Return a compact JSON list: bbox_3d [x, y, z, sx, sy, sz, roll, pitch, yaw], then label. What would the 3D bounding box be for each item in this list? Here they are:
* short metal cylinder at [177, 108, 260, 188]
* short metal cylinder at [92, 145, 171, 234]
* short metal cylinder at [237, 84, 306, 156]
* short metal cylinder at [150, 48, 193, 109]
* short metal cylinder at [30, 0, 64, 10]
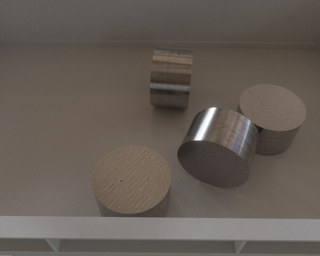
[{"bbox_3d":[0.066,0.023,0.351,0.080,0.080,0.050,19,53,14],"label":"short metal cylinder"},{"bbox_3d":[-0.029,0.065,0.334,0.081,0.050,0.080,0,50,0],"label":"short metal cylinder"},{"bbox_3d":[0.138,-0.011,0.400,0.081,0.050,0.080,0,50,0],"label":"short metal cylinder"},{"bbox_3d":[0.017,-0.068,0.427,0.050,0.080,0.080,5,50,4],"label":"short metal cylinder"},{"bbox_3d":[-0.221,-0.281,0.605,0.080,0.080,0.050,13,52,10],"label":"short metal cylinder"}]
